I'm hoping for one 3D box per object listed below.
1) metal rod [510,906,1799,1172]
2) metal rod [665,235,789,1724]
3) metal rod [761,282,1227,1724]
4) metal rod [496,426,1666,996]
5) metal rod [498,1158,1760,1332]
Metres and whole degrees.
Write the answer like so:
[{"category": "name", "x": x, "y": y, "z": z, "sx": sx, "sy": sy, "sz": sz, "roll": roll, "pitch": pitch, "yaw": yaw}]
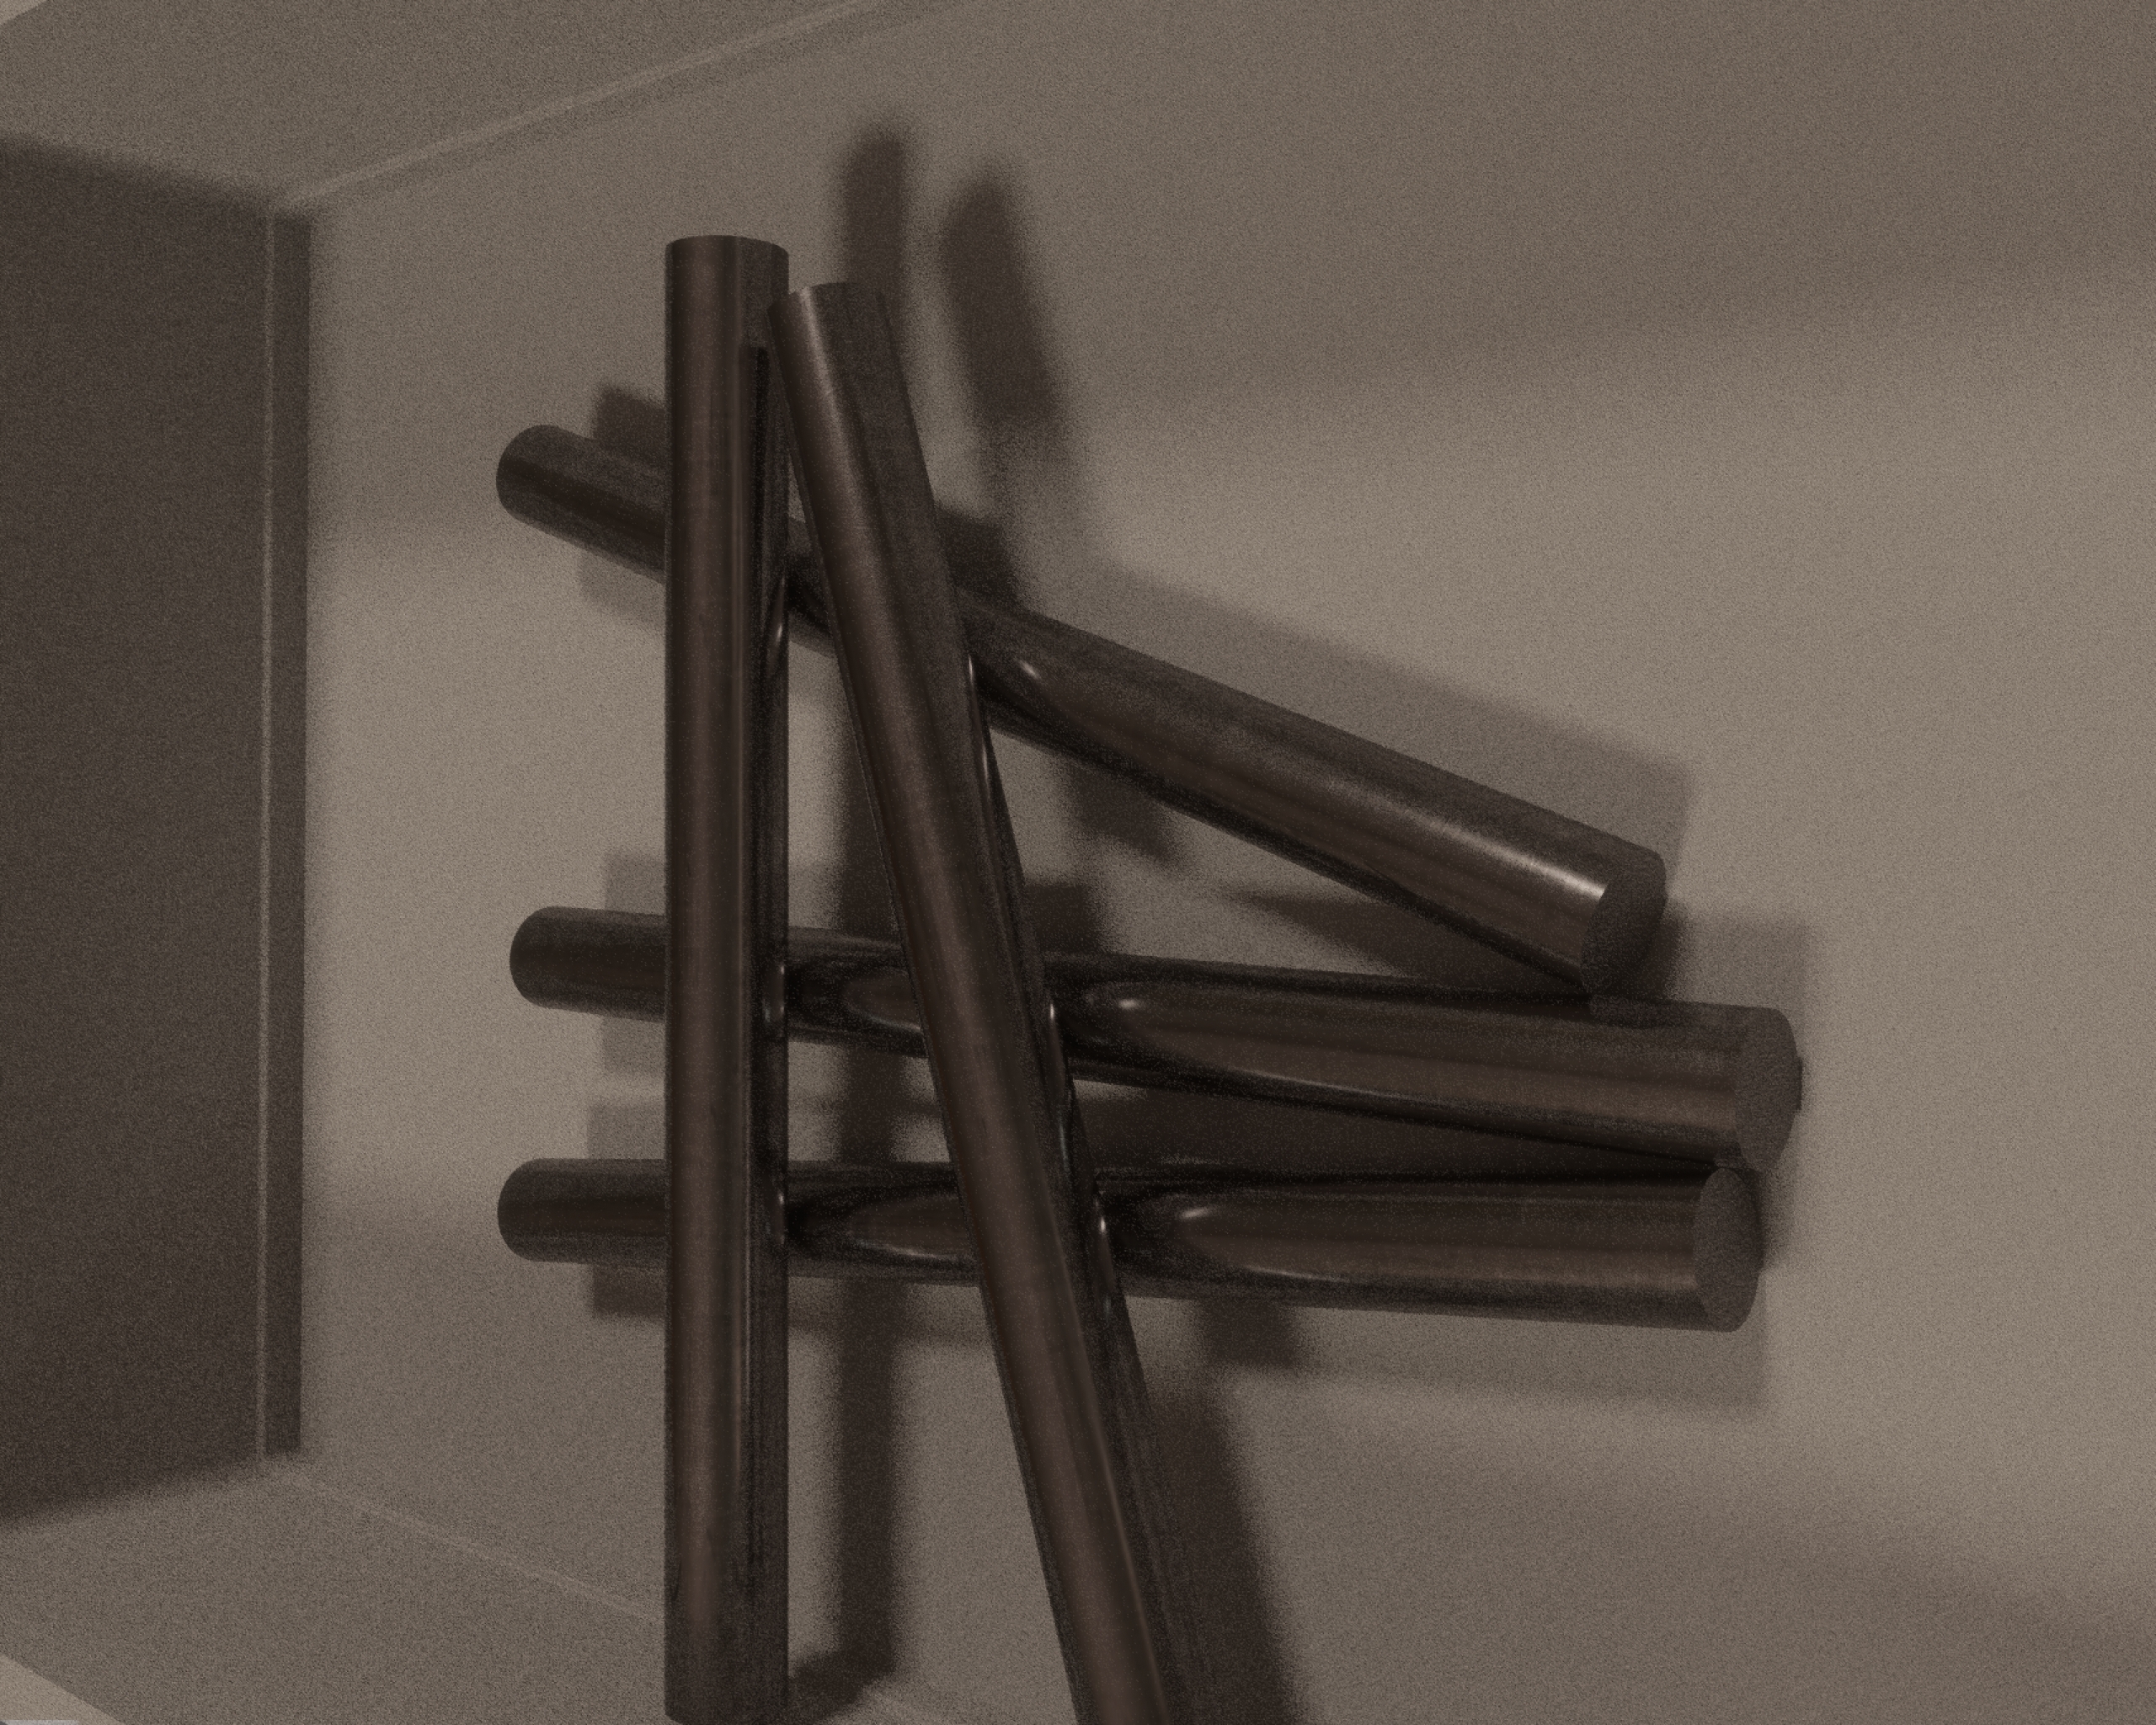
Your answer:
[{"category": "metal rod", "x": -0.011, "y": 0.029, "z": 0.412, "sx": 0.300, "sy": 0.025, "sz": 0.025, "roll": 3, "pitch": 92, "yaw": 39}, {"category": "metal rod", "x": -0.072, "y": 0.024, "z": 0.428, "sx": 0.025, "sy": 0.025, "sz": 0.298, "roll": 0, "pitch": 90, "yaw": 39}, {"category": "metal rod", "x": -0.015, "y": 0.034, "z": 0.383, "sx": 0.025, "sy": 0.025, "sz": 0.299, "roll": -22, "pitch": 76, "yaw": 37}, {"category": "metal rod", "x": -0.022, "y": -0.042, "z": 0.420, "sx": 0.300, "sy": 0.025, "sz": 0.025, "roll": 26, "pitch": 106, "yaw": 36}, {"category": "metal rod", "x": -0.016, "y": 0.072, "z": 0.416, "sx": 0.300, "sy": 0.025, "sz": 0.025, "roll": -6, "pitch": 86, "yaw": 39}]
